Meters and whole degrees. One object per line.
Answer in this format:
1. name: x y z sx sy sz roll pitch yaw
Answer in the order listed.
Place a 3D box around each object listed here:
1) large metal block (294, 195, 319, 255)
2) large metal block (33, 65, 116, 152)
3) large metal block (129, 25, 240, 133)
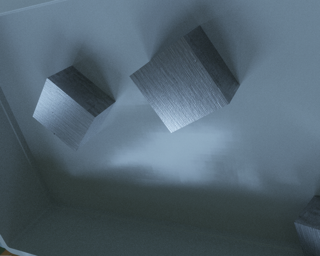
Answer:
1. large metal block: 0.209 0.131 0.346 0.080 0.050 0.080 5 124 53
2. large metal block: -0.123 -0.027 0.441 0.080 0.050 0.080 40 129 1
3. large metal block: 0.028 -0.053 0.345 0.080 0.050 0.080 -28 103 37
